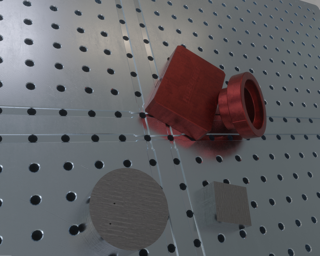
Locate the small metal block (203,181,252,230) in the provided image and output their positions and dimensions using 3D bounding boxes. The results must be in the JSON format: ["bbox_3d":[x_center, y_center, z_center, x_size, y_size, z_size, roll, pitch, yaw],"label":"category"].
[{"bbox_3d":[0.085,0.099,0.394,0.050,0.025,0.050,14,56,-21],"label":"small metal block"}]

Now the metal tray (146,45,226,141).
[{"bbox_3d":[0.043,-0.056,0.462,0.090,0.030,0.130,29,52,-10],"label":"metal tray"}]

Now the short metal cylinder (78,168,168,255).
[{"bbox_3d":[-0.039,0.088,0.318,0.081,0.050,0.080,14,56,-21],"label":"short metal cylinder"}]

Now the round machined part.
[{"bbox_3d":[0.121,-0.031,0.464,0.098,0.042,0.098,20,65,-50],"label":"round machined part"}]
